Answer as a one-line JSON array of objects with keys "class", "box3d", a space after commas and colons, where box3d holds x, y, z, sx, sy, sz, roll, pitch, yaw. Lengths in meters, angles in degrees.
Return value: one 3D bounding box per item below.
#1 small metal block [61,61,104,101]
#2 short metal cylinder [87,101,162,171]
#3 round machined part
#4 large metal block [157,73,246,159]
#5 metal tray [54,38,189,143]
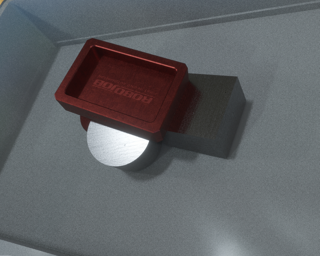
[{"class": "small metal block", "box3d": [-0.096, -0.055, 0.416, 0.025, 0.050, 0.050, 13, 68, 33]}, {"class": "short metal cylinder", "box3d": [-0.043, 0.012, 0.386, 0.080, 0.050, 0.080, -4, 74, 15]}, {"class": "round machined part", "box3d": [-0.076, -0.034, 0.452, 0.098, 0.042, 0.098, -13, 56, 20]}, {"class": "large metal block", "box3d": [0.048, -0.017, 0.370, 0.080, 0.050, 0.080, 10, 67, 32]}, {"class": "metal tray", "box3d": [-0.043, -0.047, 0.360, 0.130, 0.030, 0.090, 19, 70, 14]}]
